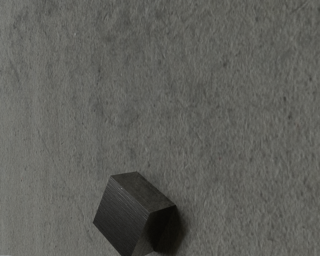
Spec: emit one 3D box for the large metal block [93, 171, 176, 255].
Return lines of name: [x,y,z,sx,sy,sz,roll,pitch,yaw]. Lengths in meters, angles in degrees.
large metal block: [-0.037,0.117,0.421,0.080,0.050,0.080,35,111,34]
